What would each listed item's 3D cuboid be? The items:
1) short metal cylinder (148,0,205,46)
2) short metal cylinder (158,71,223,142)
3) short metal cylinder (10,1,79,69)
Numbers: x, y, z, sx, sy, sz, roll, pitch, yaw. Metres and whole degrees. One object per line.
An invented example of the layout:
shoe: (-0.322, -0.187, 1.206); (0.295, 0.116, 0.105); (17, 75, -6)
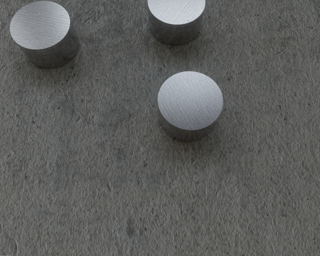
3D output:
short metal cylinder: (0.023, -0.169, 0.457); (0.081, 0.050, 0.080); (0, 70, 0)
short metal cylinder: (0.037, -0.027, 0.405); (0.081, 0.050, 0.080); (0, 70, 0)
short metal cylinder: (-0.162, -0.132, 0.442); (0.081, 0.050, 0.080); (0, 70, 0)
